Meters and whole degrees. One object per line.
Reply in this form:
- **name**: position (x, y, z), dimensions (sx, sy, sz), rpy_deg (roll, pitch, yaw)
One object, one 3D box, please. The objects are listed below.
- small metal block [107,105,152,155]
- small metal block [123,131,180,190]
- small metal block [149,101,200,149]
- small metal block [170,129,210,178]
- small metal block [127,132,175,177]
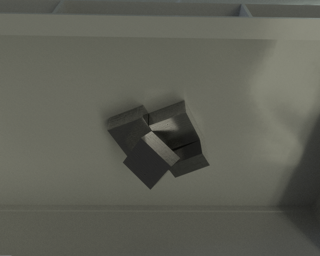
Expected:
- **small metal block**: position (-0.033, 0.004, 0.410), dimensions (0.050, 0.025, 0.050), rpy_deg (-20, 128, 15)
- **small metal block**: position (-0.011, 0.041, 0.393), dimensions (0.050, 0.025, 0.050), rpy_deg (43, 124, 9)
- **small metal block**: position (0.019, -0.002, 0.406), dimensions (0.050, 0.025, 0.050), rpy_deg (-20, 128, 15)
- **small metal block**: position (0.036, 0.033, 0.419), dimensions (0.050, 0.050, 0.025), rpy_deg (-23, 127, 17)
- **small metal block**: position (-0.012, 0.039, 0.440), dimensions (0.050, 0.025, 0.050), rpy_deg (-20, 128, 15)
